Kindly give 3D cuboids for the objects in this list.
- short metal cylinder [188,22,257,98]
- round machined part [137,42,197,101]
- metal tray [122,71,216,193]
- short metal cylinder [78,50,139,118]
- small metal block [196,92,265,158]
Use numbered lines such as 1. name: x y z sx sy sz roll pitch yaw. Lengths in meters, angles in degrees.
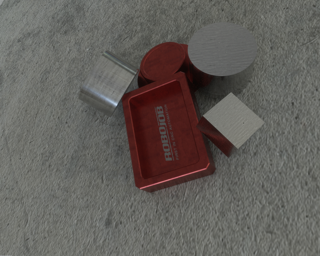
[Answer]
1. short metal cylinder: 0.076 -0.084 0.387 0.080 0.050 0.080 -3 64 7
2. round machined part: 0.011 -0.083 0.440 0.098 0.042 0.098 -13 56 21
3. metal tray: 0.007 0.004 0.381 0.090 0.030 0.130 -20 64 16
4. short metal cylinder: -0.071 -0.062 0.437 0.050 0.080 0.080 31 74 -7
5. small metal block: 0.078 -0.004 0.344 0.050 0.025 0.050 -38 76 -27
